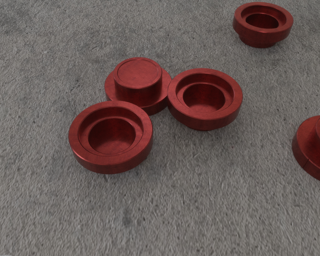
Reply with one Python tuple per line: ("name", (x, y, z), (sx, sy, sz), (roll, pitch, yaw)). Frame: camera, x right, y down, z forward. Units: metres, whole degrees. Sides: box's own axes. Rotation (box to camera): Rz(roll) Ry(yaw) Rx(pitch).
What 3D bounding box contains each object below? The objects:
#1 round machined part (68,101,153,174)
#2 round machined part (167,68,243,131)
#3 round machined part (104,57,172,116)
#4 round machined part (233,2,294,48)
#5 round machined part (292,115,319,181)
("round machined part", (-0.057, 0.015, 0.379), (0.099, 0.042, 0.098), (0, 50, 0))
("round machined part", (0.059, -0.034, 0.421), (0.099, 0.042, 0.098), (0, 50, 0))
("round machined part", (-0.031, -0.065, 0.446), (0.099, 0.042, 0.098), (0, 50, 0))
("round machined part", (0.176, -0.176, 0.541), (0.099, 0.042, 0.098), (0, 50, 0))
("round machined part", (0.218, 0.019, 0.377), (0.099, 0.042, 0.098), (0, 50, 0))
